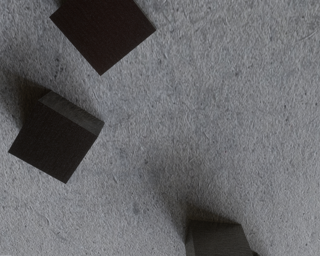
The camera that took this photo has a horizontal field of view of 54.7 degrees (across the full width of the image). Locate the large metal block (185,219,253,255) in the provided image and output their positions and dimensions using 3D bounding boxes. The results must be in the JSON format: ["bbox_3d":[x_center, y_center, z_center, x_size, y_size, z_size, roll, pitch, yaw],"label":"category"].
[{"bbox_3d":[0.083,0.182,0.448,0.081,0.080,0.050,7,110,-3],"label":"large metal block"}]

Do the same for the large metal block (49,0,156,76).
[{"bbox_3d":[-0.060,-0.119,0.352,0.080,0.050,0.080,-37,106,12],"label":"large metal block"}]

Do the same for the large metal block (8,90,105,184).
[{"bbox_3d":[-0.130,0.011,0.399,0.080,0.050,0.080,33,107,-12],"label":"large metal block"}]

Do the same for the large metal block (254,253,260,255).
[{"bbox_3d":[0.146,0.258,0.477,0.050,0.080,0.080,43,104,-14],"label":"large metal block"}]
